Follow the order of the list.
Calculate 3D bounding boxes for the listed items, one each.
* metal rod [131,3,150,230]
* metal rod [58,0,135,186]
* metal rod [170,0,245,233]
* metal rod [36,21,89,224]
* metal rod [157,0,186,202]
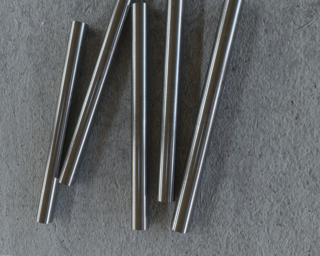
[{"bbox_3d":[-0.026,-0.015,0.418,0.025,0.025,0.298,0,90,20],"label":"metal rod"},{"bbox_3d":[-0.088,-0.060,0.440,0.025,0.025,0.298,22,97,18],"label":"metal rod"},{"bbox_3d":[0.058,-0.015,0.388,0.025,0.025,0.298,14,95,19],"label":"metal rod"},{"bbox_3d":[-0.145,-0.006,0.460,0.025,0.025,0.298,13,94,19],"label":"metal rod"},{"bbox_3d":[0.015,-0.055,0.403,0.025,0.025,0.298,3,91,20],"label":"metal rod"}]
